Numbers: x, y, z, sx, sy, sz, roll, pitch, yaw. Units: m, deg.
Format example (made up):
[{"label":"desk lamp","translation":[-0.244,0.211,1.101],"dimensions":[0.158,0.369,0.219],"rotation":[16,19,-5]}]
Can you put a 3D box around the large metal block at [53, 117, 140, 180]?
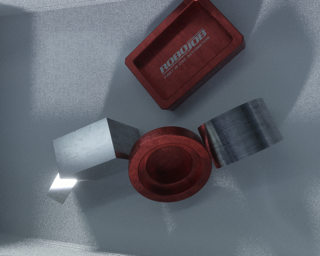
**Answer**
[{"label":"large metal block","translation":[-0.076,0.031,0.403],"dimensions":[0.080,0.080,0.050],"rotation":[-22,73,18]}]

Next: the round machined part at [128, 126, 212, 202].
[{"label":"round machined part","translation":[0.011,0.040,0.380],"dimensions":[0.099,0.042,0.097],"rotation":[-3,118,-5]}]

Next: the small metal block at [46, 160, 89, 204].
[{"label":"small metal block","translation":[-0.127,0.069,0.432],"dimensions":[0.025,0.050,0.050],"rotation":[32,117,-7]}]

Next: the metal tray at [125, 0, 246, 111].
[{"label":"metal tray","translation":[0.030,-0.096,0.396],"dimensions":[0.130,0.030,0.090],"rotation":[-41,77,15]}]

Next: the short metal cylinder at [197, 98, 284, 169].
[{"label":"short metal cylinder","translation":[0.089,0.007,0.350],"dimensions":[0.080,0.080,0.050],"rotation":[-27,81,17]}]
